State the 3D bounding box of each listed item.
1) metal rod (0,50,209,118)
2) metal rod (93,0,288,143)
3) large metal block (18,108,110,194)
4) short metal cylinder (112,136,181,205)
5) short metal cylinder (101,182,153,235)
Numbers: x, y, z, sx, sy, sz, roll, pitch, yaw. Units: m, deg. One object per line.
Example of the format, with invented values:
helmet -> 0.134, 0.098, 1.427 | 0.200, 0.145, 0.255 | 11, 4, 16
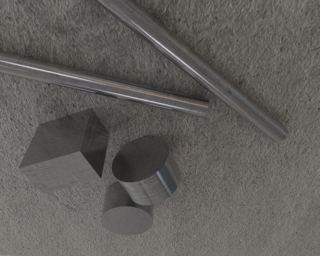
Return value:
metal rod -> -0.089, -0.055, 0.359 | 0.302, 0.025, 0.025 | 12, 129, -10
metal rod -> 0.047, -0.065, 0.352 | 0.301, 0.025, 0.025 | 33, 123, -25
large metal block -> -0.117, 0.028, 0.394 | 0.080, 0.080, 0.050 | -16, 128, 13
short metal cylinder -> -0.017, 0.056, 0.419 | 0.080, 0.080, 0.050 | -16, 128, 13
short metal cylinder -> -0.051, 0.130, 0.501 | 0.081, 0.050, 0.079 | 0, 130, 0
